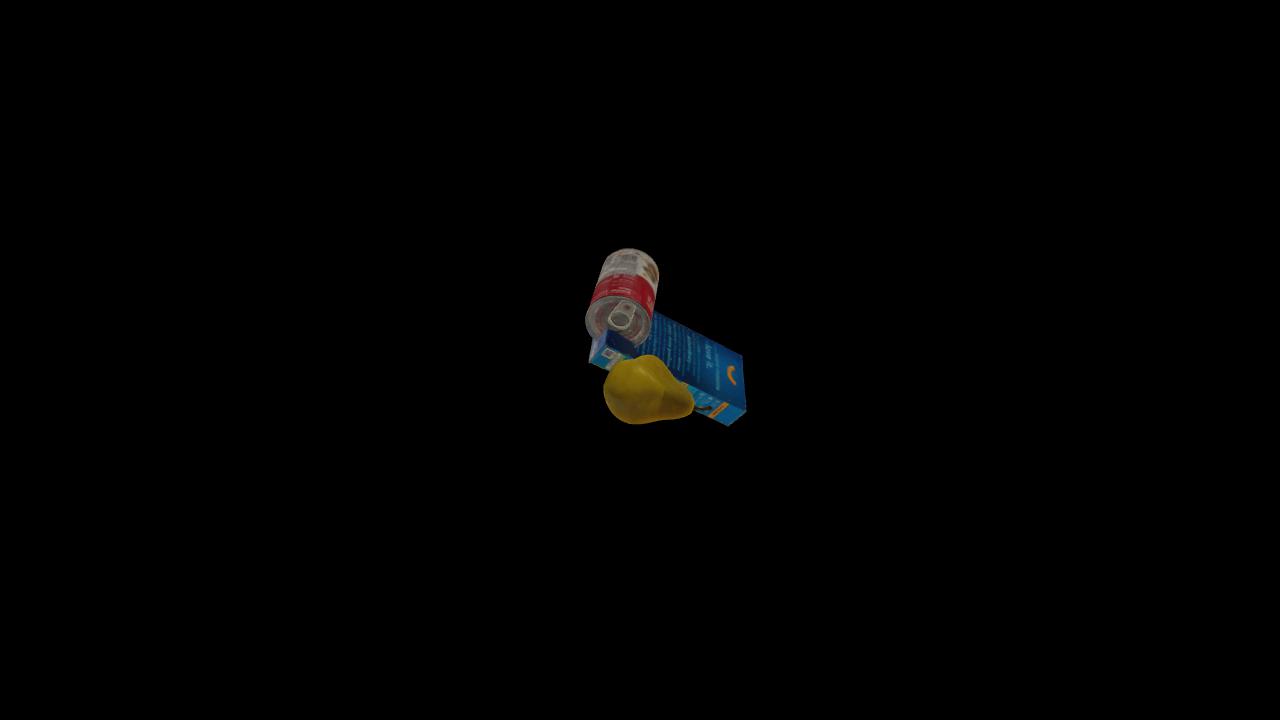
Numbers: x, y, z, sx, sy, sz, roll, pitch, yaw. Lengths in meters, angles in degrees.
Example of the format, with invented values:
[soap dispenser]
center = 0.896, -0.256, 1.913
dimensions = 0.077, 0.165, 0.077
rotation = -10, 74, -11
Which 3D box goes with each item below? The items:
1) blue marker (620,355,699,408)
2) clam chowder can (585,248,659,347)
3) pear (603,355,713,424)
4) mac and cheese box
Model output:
[blue marker]
center = -0.008, -0.024, 0.712
dimensions = 0.020, 0.020, 0.121
rotation = 0, -22, 11
[clam chowder can]
center = -0.017, -0.068, 0.660
dimensions = 0.068, 0.068, 0.102
rotation = 0, 39, 8
[pear]
center = 0.018, 0.040, 0.647
dimensions = 0.111, 0.080, 0.080
rotation = 29, 6, 11
[mac and cheese box]
center = 0.035, -0.002, 0.691
dimensions = 0.184, 0.093, 0.041
rotation = 26, -49, -20
